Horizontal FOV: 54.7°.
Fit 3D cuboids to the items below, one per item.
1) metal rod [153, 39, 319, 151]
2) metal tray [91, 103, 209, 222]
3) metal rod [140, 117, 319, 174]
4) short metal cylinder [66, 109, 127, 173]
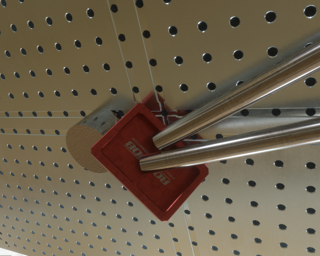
[{"bbox_3d":[0.110,-0.046,0.307,0.299,0.025,0.025,-30,102,32],"label":"metal rod"},{"bbox_3d":[-0.013,0.044,0.401,0.130,0.090,0.030,45,164,-4],"label":"metal tray"},{"bbox_3d":[0.114,0.013,0.331,0.300,0.025,0.025,-14,112,24],"label":"metal rod"},{"bbox_3d":[-0.088,0.019,0.451,0.080,0.050,0.079,13,124,20],"label":"short metal cylinder"}]
